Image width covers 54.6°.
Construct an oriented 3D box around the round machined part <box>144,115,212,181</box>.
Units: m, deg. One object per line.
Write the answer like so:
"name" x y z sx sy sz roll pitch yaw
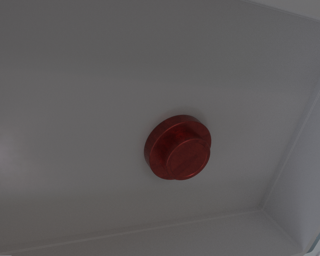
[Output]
"round machined part" 0.031 0.034 0.435 0.099 0.042 0.097 -14 124 -21
